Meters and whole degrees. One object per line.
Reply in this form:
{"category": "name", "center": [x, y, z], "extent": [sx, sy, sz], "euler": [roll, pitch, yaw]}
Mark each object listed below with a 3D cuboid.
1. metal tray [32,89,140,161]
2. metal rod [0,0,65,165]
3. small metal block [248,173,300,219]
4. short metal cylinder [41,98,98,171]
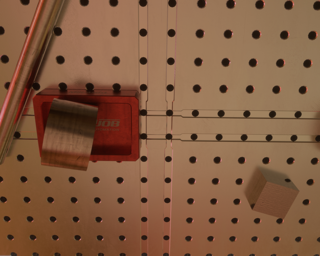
{"category": "metal tray", "center": [-0.092, -0.003, 0.408], "extent": [0.131, 0.030, 0.089], "euler": [1, 110, -1]}
{"category": "metal rod", "center": [-0.161, -0.081, 0.381], "extent": [0.025, 0.025, 0.298], "euler": [25, 108, -9]}
{"category": "small metal block", "center": [0.164, 0.099, 0.451], "extent": [0.050, 0.025, 0.050], "euler": [17, 109, -7]}
{"category": "short metal cylinder", "center": [-0.106, 0.008, 0.368], "extent": [0.050, 0.080, 0.079], "euler": [10, 110, -14]}
